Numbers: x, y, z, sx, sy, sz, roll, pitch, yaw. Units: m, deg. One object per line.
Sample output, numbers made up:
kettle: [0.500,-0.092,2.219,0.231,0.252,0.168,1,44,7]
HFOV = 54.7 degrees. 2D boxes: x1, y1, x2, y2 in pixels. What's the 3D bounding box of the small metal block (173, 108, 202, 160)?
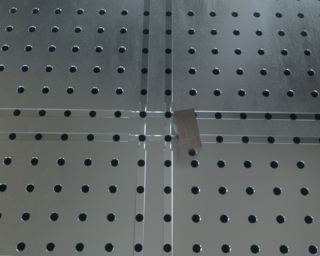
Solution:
small metal block: [0.033,0.009,0.396,0.025,0.050,0.050,-9,70,-3]
